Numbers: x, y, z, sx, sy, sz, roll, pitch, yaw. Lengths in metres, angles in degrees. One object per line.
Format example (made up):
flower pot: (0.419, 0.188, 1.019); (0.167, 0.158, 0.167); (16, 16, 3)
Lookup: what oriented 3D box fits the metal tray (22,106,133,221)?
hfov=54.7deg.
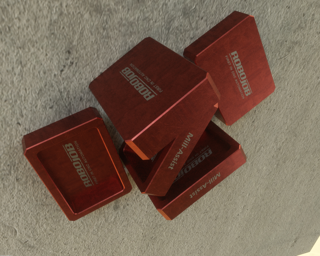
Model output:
metal tray: (-0.096, 0.048, 0.383); (0.091, 0.030, 0.129); (-26, 128, -13)

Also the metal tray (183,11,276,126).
metal tray: (0.097, -0.075, 0.414); (0.090, 0.030, 0.130); (-38, 130, -3)

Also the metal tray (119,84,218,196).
metal tray: (0.004, 0.004, 0.372); (0.030, 0.090, 0.129); (18, 109, -36)

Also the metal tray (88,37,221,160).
metal tray: (-0.013, -0.038, 0.311); (0.090, 0.130, 0.030); (-40, 130, -2)

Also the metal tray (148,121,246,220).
metal tray: (0.037, 0.050, 0.419); (0.130, 0.090, 0.030); (-37, 130, -4)
